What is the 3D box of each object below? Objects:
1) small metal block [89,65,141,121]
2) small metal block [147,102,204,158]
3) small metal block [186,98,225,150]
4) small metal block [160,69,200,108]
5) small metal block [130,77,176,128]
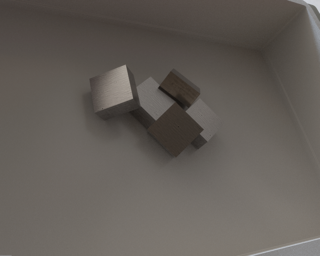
[{"bbox_3d":[-0.056,-0.043,0.384,0.050,0.025,0.050,-19,64,11],"label":"small metal block"},{"bbox_3d":[0.019,0.003,0.398,0.050,0.025,0.050,45,82,3],"label":"small metal block"},{"bbox_3d":[0.055,-0.006,0.439,0.050,0.025,0.050,46,51,3],"label":"small metal block"},{"bbox_3d":[0.030,-0.058,0.442,0.050,0.025,0.050,37,16,-4],"label":"small metal block"},{"bbox_3d":[-0.014,-0.034,0.418,0.050,0.025,0.050,44,51,2],"label":"small metal block"}]
